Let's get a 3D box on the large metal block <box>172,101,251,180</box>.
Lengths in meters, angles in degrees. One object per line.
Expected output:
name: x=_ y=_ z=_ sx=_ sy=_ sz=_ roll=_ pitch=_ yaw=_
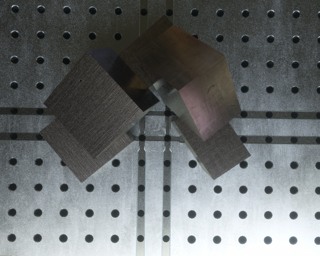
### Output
large metal block: x=0.058 y=0.011 z=0.385 sx=0.050 sy=0.080 sz=0.080 roll=-34 pitch=90 yaw=0

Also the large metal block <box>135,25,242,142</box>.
large metal block: x=0.030 y=-0.046 z=0.315 sx=0.050 sy=0.080 sz=0.080 roll=-39 pitch=48 yaw=-5

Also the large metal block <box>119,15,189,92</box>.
large metal block: x=-0.009 y=-0.082 z=0.384 sx=0.080 sy=0.080 sz=0.050 roll=-41 pitch=91 yaw=0

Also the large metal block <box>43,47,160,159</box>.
large metal block: x=-0.062 y=-0.028 z=0.334 sx=0.080 sy=0.050 sz=0.080 roll=-42 pitch=91 yaw=25

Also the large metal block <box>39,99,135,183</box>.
large metal block: x=-0.090 y=0.011 z=0.399 sx=0.080 sy=0.050 sz=0.080 roll=-39 pitch=91 yaw=0
